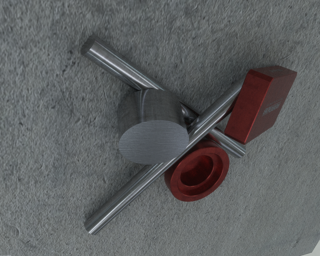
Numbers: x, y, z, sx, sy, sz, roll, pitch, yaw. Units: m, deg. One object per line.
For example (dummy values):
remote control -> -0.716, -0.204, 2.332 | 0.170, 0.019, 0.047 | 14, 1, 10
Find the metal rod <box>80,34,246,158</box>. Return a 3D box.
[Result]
metal rod -> 0.027, -0.024, 0.410 | 0.301, 0.025, 0.025 | 31, 101, -38

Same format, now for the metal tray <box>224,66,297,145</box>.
metal tray -> 0.141, -0.036, 0.423 | 0.131, 0.030, 0.089 | -19, 132, -53

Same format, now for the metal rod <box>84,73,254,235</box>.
metal rod -> 0.008, 0.041, 0.416 | 0.300, 0.025, 0.025 | -43, 130, 10

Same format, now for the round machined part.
round machined part -> 0.050, 0.058, 0.461 | 0.099, 0.042, 0.097 | -14, 124, -21

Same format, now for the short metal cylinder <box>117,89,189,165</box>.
short metal cylinder -> -0.010, 0.000, 0.370 | 0.081, 0.050, 0.080 | -6, 138, -5
